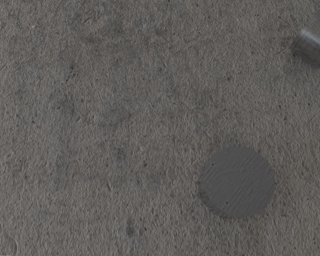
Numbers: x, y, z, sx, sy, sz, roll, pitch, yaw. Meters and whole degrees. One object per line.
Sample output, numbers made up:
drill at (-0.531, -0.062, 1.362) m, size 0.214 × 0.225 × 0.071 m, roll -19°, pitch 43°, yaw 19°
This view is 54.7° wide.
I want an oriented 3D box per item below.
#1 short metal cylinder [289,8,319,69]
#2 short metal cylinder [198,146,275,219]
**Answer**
short metal cylinder at (0.227, -0.129, 0.427) m, size 0.050 × 0.080 × 0.080 m, roll 42°, pitch 75°, yaw 13°
short metal cylinder at (0.089, 0.067, 0.371) m, size 0.081 × 0.050 × 0.080 m, roll 0°, pitch 70°, yaw 0°
